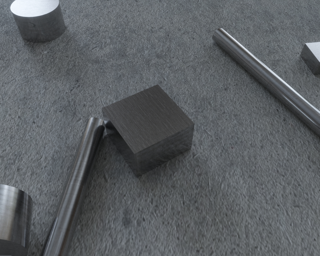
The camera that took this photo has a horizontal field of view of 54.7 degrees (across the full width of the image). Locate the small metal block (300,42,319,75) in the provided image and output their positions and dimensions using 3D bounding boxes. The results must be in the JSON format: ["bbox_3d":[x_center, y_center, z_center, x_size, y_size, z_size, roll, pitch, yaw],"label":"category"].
[{"bbox_3d":[0.266,-0.114,0.501,0.050,0.025,0.050,-7,50,-6],"label":"small metal block"}]

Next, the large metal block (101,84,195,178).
[{"bbox_3d":[-0.015,0.001,0.386,0.081,0.050,0.080,-26,55,-20],"label":"large metal block"}]

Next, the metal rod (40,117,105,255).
[{"bbox_3d":[-0.100,0.108,0.311,0.025,0.025,0.300,5,50,4],"label":"metal rod"}]

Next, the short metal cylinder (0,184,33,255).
[{"bbox_3d":[-0.164,0.093,0.288,0.081,0.080,0.050,-7,51,-6],"label":"short metal cylinder"}]

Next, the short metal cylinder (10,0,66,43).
[{"bbox_3d":[-0.214,-0.196,0.550,0.081,0.050,0.080,0,50,0],"label":"short metal cylinder"}]

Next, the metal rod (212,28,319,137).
[{"bbox_3d":[0.172,-0.062,0.456,0.025,0.025,0.300,-22,54,-18],"label":"metal rod"}]
